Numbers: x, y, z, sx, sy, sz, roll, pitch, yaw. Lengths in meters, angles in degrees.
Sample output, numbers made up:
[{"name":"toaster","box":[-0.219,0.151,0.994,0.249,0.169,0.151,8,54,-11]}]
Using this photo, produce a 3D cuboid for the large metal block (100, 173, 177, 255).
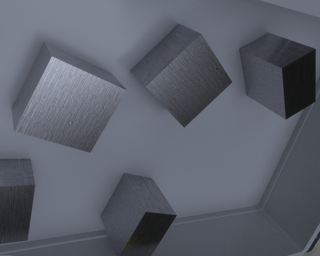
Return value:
[{"name":"large metal block","box":[-0.033,0.122,0.430,0.050,0.080,0.080,18,109,-35]}]

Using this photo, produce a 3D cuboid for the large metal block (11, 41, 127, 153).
[{"name":"large metal block","box":[-0.095,-0.030,0.322,0.080,0.050,0.080,22,107,-36]}]

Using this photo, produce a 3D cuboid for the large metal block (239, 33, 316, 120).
[{"name":"large metal block","box":[0.157,-0.071,0.415,0.050,0.080,0.080,-30,129,-9]}]

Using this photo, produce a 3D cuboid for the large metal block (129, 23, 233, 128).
[{"name":"large metal block","box":[0.026,-0.061,0.368,0.080,0.050,0.080,-44,129,2]}]

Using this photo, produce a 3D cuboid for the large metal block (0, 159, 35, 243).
[{"name":"large metal block","box":[-0.187,0.081,0.340,0.081,0.050,0.079,3,117,-30]}]
